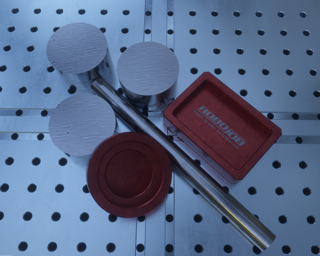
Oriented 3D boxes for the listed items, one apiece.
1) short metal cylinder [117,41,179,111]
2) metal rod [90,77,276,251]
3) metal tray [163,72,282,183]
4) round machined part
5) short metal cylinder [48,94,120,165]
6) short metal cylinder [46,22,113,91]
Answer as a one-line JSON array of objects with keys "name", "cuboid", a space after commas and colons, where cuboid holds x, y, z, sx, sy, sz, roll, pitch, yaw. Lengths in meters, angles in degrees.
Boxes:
[{"name": "short metal cylinder", "cuboid": [-0.015, -0.070, 0.423, 0.081, 0.050, 0.080, 0, 70, 0]}, {"name": "metal rod", "cuboid": [0.020, 0.037, 0.399, 0.300, 0.025, 0.025, 42, 75, 14]}, {"name": "metal tray", "cuboid": [0.079, -0.003, 0.409, 0.130, 0.030, 0.090, 42, 76, 13]}, {"name": "round machined part", "cuboid": [-0.039, 0.054, 0.371, 0.099, 0.042, 0.097, 1, 85, -18]}, {"name": "short metal cylinder", "cuboid": [-0.094, 0.003, 0.396, 0.081, 0.050, 0.080, 0, 70, 0]}, {"name": "short metal cylinder", "cuboid": [-0.110, -0.099, 0.434, 0.081, 0.050, 0.080, 0, 70, 0]}]
